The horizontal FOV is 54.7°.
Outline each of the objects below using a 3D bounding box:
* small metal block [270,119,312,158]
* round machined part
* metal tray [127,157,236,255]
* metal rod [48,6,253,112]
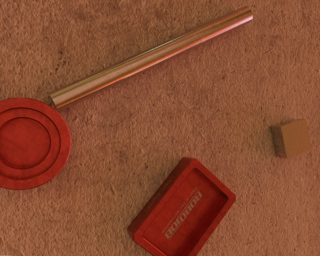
[{"bbox_3d":[0.205,0.016,0.485,0.050,0.025,0.050,-15,95,-20],"label":"small metal block"},{"bbox_3d":[-0.152,0.017,0.344,0.099,0.042,0.097,0,90,-20],"label":"round machined part"},{"bbox_3d":[0.031,0.116,0.418,0.090,0.030,0.130,43,76,-15],"label":"metal tray"},{"bbox_3d":[0.001,-0.098,0.409,0.302,0.025,0.025,-29,100,-18],"label":"metal rod"}]
